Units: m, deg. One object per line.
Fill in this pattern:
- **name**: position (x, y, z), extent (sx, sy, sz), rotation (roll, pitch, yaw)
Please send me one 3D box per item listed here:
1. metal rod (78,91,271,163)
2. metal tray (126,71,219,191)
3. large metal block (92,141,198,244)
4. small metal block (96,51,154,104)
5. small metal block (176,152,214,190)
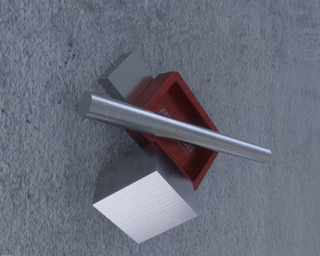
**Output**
- **metal rod**: position (0.045, 0.010, 0.374), extent (0.302, 0.025, 0.025), rotation (16, 80, -39)
- **metal tray**: position (0.022, 0.006, 0.390), extent (0.130, 0.030, 0.090), rotation (51, 60, -28)
- **large metal block**: position (-0.015, 0.074, 0.349), extent (0.080, 0.080, 0.050), rotation (51, 18, -28)
- **small metal block**: position (-0.039, -0.056, 0.375), extent (0.050, 0.025, 0.050), rotation (52, 59, -28)
- **small metal block**: position (0.045, 0.053, 0.446), extent (0.050, 0.025, 0.050), rotation (46, 62, -31)
